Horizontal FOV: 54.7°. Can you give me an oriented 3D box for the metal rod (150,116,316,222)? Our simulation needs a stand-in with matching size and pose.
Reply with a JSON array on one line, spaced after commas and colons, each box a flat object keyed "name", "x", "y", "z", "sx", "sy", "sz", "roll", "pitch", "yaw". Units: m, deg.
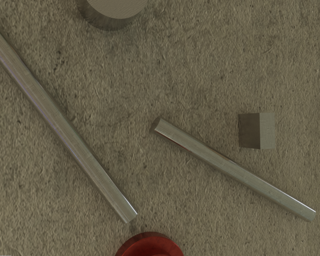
[{"name": "metal rod", "x": 0.117, "y": 0.067, "z": 0.454, "sx": 0.301, "sy": 0.025, "sz": 0.025, "roll": 31, "pitch": 80, "yaw": -18}]

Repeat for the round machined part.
[{"name": "round machined part", "x": -0.011, "y": 0.189, "z": 0.397, "sx": 0.099, "sy": 0.042, "sz": 0.097, "roll": 0, "pitch": 90, "yaw": -21}]

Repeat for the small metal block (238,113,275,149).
[{"name": "small metal block", "x": 0.139, "y": 0.004, "z": 0.449, "sx": 0.025, "sy": 0.050, "sz": 0.050, "roll": -2, "pitch": 91, "yaw": -20}]

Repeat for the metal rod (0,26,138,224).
[{"name": "metal rod", "x": -0.121, "y": -0.008, "z": 0.364, "sx": 0.025, "sy": 0.025, "sz": 0.299, "roll": -38, "pitch": 102, "yaw": -16}]

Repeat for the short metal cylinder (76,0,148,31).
[{"name": "short metal cylinder", "x": -0.059, "y": -0.164, "z": 0.374, "sx": 0.081, "sy": 0.050, "sz": 0.079, "roll": 0, "pitch": 90, "yaw": -21}]
